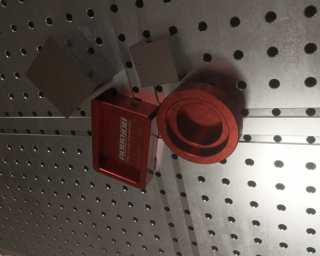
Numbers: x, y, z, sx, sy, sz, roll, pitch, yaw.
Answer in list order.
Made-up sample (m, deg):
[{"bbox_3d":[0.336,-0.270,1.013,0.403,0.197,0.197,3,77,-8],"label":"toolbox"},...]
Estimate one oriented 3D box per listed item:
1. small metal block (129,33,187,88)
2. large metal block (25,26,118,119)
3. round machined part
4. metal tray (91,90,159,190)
[{"bbox_3d":[-0.002,-0.078,0.363,0.050,0.025,0.050,-4,117,30],"label":"small metal block"},{"bbox_3d":[-0.117,-0.072,0.410,0.080,0.050,0.080,48,128,-6],"label":"large metal block"},{"bbox_3d":[0.049,-0.009,0.368,0.098,0.042,0.097,13,124,20],"label":"round machined part"},{"bbox_3d":[-0.052,0.020,0.445,0.090,0.030,0.129,18,126,17],"label":"metal tray"}]
